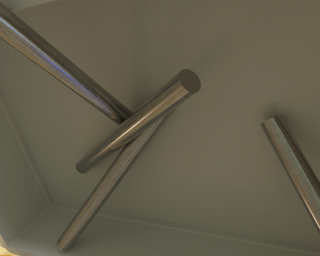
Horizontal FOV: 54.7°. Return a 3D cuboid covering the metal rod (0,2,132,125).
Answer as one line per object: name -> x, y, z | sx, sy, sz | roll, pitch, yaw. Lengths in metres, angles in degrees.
metal rod -> -0.111, -0.069, 0.316 | 0.025, 0.025, 0.300 | -6, 151, 31

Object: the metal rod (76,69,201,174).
metal rod -> -0.050, 0.010, 0.402 | 0.025, 0.025, 0.299 | 48, 141, -6

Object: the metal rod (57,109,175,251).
metal rod -> -0.074, 0.080, 0.447 | 0.025, 0.025, 0.298 | 38, 113, 3

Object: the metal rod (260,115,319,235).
metal rod -> 0.181, 0.123, 0.302 | 0.025, 0.025, 0.299 | -37, 70, 38
